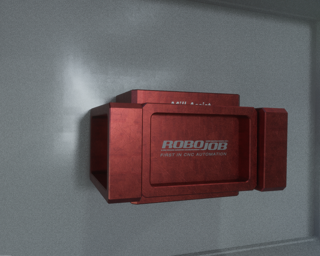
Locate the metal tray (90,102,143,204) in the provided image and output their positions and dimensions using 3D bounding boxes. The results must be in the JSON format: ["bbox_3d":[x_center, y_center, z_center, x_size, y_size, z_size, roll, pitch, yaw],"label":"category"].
[{"bbox_3d":[-0.052,0.021,0.334,0.030,0.130,0.089,1,91,-20],"label":"metal tray"}]

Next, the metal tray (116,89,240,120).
[{"bbox_3d":[0.019,-0.025,0.380,0.131,0.090,0.030,0,91,-20],"label":"metal tray"}]

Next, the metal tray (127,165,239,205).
[{"bbox_3d":[0.018,0.064,0.379,0.131,0.090,0.030,0,90,-20],"label":"metal tray"}]

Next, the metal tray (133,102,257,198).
[{"bbox_3d":[0.039,0.021,0.324,0.131,0.030,0.089,1,89,-20],"label":"metal tray"}]

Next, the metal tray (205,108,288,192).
[{"bbox_3d":[0.101,0.022,0.389,0.030,0.130,0.089,1,90,-20],"label":"metal tray"}]
